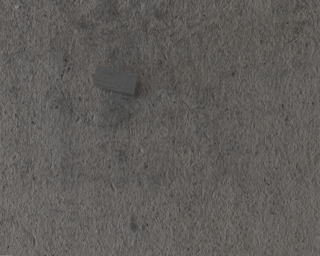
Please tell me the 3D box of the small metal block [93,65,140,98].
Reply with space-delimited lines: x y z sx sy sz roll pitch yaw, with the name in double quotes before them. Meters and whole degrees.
"small metal block" -0.053 -0.058 0.397 0.050 0.050 0.025 13 90 0
